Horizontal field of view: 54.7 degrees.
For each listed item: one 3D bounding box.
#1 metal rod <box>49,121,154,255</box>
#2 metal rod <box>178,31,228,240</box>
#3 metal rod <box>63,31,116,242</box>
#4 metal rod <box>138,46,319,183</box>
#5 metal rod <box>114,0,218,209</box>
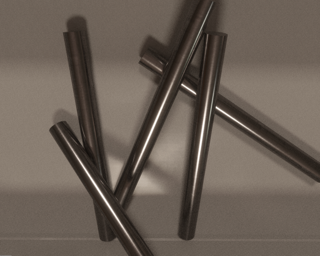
[{"bbox_3d":[-0.050,0.117,0.384,0.025,0.025,0.299,-38,79,12],"label":"metal rod"},{"bbox_3d":[0.051,0.029,0.404,0.025,0.025,0.298,3,117,-2],"label":"metal rod"},{"bbox_3d":[-0.091,0.025,0.419,0.025,0.025,0.298,-4,110,1],"label":"metal rod"},{"bbox_3d":[0.105,-0.012,0.408,0.301,0.025,0.025,32,107,-12],"label":"metal rod"},{"bbox_3d":[-0.006,-0.012,0.386,0.025,0.025,0.298,20,116,-8],"label":"metal rod"}]
